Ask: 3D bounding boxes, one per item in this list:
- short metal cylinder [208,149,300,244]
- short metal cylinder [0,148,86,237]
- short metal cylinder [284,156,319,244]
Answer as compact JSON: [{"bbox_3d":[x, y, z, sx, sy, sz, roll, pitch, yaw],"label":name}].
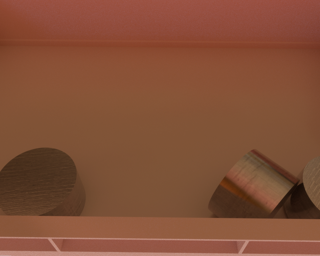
[{"bbox_3d":[0.094,0.068,0.313,0.080,0.080,0.050,-37,59,-27],"label":"short metal cylinder"},{"bbox_3d":[-0.125,0.068,0.331,0.080,0.050,0.080,0,50,0],"label":"short metal cylinder"},{"bbox_3d":[0.179,0.075,0.323,0.081,0.050,0.080,3,51,-3],"label":"short metal cylinder"}]
